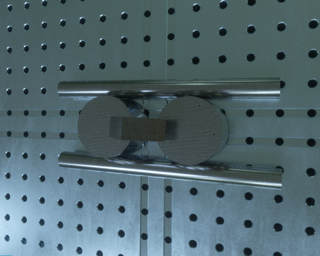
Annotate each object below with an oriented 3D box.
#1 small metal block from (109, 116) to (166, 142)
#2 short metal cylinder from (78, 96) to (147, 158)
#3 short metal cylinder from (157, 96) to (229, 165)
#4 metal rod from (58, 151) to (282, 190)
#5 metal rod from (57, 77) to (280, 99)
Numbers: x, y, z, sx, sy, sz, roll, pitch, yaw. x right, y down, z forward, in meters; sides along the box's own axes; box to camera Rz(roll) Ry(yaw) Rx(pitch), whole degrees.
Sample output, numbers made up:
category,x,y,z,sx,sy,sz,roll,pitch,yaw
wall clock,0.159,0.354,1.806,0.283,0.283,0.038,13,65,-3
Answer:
category,x,y,z,sx,sy,sz,roll,pitch,yaw
small metal block,-0.027,0.001,0.356,0.050,0.050,0.025,3,91,-23
short metal cylinder,-0.062,-0.002,0.418,0.080,0.050,0.079,0,90,20
short metal cylinder,0.041,0.003,0.381,0.080,0.050,0.079,0,90,20
metal rod,-0.001,0.053,0.409,0.301,0.025,0.025,3,91,19
metal rod,-0.002,-0.052,0.410,0.301,0.025,0.025,2,91,19
